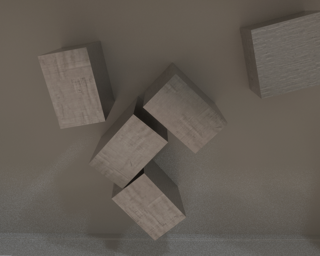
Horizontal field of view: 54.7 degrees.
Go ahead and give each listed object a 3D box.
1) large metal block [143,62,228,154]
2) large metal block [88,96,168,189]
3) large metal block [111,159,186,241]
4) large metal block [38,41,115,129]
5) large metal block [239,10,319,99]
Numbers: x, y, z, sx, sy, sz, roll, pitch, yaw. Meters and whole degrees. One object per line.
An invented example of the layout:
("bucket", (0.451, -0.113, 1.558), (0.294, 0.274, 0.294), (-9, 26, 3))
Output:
("large metal block", (0.028, -0.027, 0.372), (0.080, 0.080, 0.050), (42, 105, -14))
("large metal block", (-0.037, 0.015, 0.387), (0.050, 0.080, 0.080), (40, 105, -13))
("large metal block", (-0.015, 0.085, 0.411), (0.050, 0.080, 0.080), (-39, 106, 7))
("large metal block", (-0.091, -0.054, 0.361), (0.050, 0.080, 0.079), (-10, 110, 3))
("large metal block", (0.147, -0.088, 0.368), (0.080, 0.050, 0.080), (-14, 110, 4))
